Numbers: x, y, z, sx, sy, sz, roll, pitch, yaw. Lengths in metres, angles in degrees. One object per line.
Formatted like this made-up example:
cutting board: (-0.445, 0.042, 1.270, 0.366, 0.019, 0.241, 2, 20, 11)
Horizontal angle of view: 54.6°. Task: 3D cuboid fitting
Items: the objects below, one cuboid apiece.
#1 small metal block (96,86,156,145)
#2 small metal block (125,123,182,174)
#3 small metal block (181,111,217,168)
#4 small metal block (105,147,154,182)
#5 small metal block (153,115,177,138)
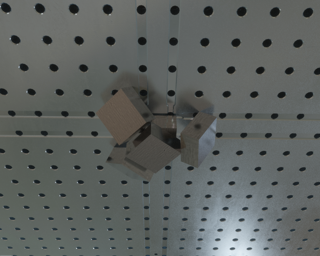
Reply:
small metal block: (-0.042, -0.015, 0.382, 0.050, 0.025, 0.050, -39, 85, 28)
small metal block: (-0.009, 0.026, 0.400, 0.050, 0.025, 0.050, 33, 122, -26)
small metal block: (0.050, 0.015, 0.404, 0.025, 0.050, 0.050, 21, 136, 26)
small metal block: (-0.041, 0.051, 0.438, 0.050, 0.025, 0.050, 37, 158, -27)
small metal block: (-0.004, 0.010, 0.420, 0.050, 0.025, 0.050, 1, 133, -1)
